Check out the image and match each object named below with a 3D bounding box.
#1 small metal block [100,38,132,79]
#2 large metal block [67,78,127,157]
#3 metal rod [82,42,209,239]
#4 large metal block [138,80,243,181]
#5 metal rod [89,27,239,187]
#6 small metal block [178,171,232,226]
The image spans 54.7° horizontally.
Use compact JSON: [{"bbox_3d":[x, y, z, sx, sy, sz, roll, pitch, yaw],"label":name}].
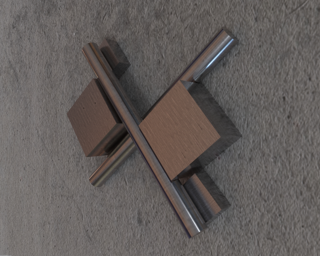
[{"bbox_3d":[-0.077,-0.098,0.471,0.050,0.025,0.050,-45,63,31],"label":"small metal block"},{"bbox_3d":[-0.083,-0.014,0.457,0.080,0.050,0.080,-44,64,31],"label":"large metal block"},{"bbox_3d":[-0.031,-0.001,0.398,0.025,0.025,0.299,-47,62,30],"label":"metal rod"},{"bbox_3d":[0.033,0.003,0.363,0.080,0.050,0.080,-47,62,30],"label":"large metal block"},{"bbox_3d":[-0.011,-0.010,0.417,0.299,0.025,0.025,-46,63,30],"label":"metal rod"},{"bbox_3d":[0.048,0.087,0.368,0.050,0.025,0.050,-50,61,28],"label":"small metal block"}]
